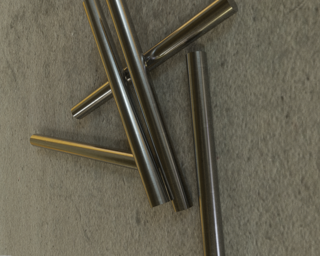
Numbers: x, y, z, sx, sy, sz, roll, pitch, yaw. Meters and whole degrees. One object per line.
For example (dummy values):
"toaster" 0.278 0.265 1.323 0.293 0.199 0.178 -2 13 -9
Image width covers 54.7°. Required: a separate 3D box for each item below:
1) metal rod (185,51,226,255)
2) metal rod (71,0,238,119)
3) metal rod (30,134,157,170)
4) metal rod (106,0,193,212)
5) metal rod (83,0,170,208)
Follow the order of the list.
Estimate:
"metal rod" 0.055 0.061 0.358 0.025 0.025 0.298 -8 85 39
"metal rod" -0.029 -0.082 0.426 0.299 0.025 0.025 -28 73 36
"metal rod" -0.124 0.036 0.503 0.300 0.025 0.025 6 94 39
"metal rod" -0.017 -0.043 0.391 0.025 0.025 0.299 -22 85 38
"metal rod" -0.049 -0.044 0.410 0.025 0.025 0.299 -30 73 36
